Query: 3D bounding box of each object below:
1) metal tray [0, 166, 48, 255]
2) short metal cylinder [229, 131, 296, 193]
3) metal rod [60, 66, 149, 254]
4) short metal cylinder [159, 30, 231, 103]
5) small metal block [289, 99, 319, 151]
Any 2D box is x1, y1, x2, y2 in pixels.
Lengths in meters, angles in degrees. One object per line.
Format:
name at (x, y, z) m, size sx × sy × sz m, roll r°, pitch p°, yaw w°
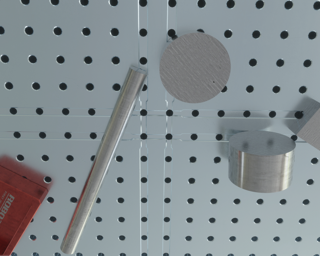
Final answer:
metal tray at (-0.237, 0.126, 0.454) m, size 0.090 × 0.030 × 0.129 m, roll 31°, pitch 107°, yaw -11°
short metal cylinder at (0.130, 0.041, 0.400) m, size 0.080 × 0.080 × 0.050 m, roll -3°, pitch 110°, yaw 1°
metal rod at (-0.084, 0.057, 0.433) m, size 0.025 × 0.025 × 0.298 m, roll 22°, pitch 109°, yaw -8°
short metal cylinder at (0.040, -0.075, 0.373) m, size 0.081 × 0.050 × 0.079 m, roll 0°, pitch 110°, yaw 0°
small metal block at (0.213, -0.002, 0.415) m, size 0.050 × 0.025 × 0.050 m, roll 31°, pitch 107°, yaw -11°
